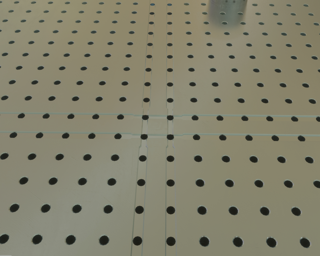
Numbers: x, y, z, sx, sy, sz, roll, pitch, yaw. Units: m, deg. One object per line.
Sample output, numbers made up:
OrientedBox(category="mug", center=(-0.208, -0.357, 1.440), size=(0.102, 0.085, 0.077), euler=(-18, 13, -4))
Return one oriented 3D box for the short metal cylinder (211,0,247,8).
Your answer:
OrientedBox(category="short metal cylinder", center=(0.145, -0.292, 0.638), size=(0.081, 0.050, 0.080), euler=(0, 50, 0))
